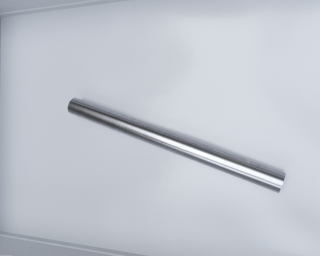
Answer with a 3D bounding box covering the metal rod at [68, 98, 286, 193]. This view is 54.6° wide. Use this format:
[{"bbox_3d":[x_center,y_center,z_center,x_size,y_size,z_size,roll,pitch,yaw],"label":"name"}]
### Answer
[{"bbox_3d":[0.007,0.016,0.406,0.301,0.025,0.025,20,97,19],"label":"metal rod"}]
